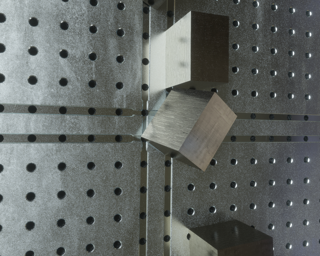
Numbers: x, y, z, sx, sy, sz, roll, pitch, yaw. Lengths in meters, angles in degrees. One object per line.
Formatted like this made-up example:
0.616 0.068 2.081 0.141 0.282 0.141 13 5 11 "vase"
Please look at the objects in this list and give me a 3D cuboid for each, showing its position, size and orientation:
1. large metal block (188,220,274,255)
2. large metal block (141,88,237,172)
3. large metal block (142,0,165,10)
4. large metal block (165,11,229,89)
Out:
0.093 0.166 0.418 0.081 0.080 0.050 -4 92 -20 "large metal block"
0.035 -0.002 0.390 0.050 0.080 0.080 40 77 -34 "large metal block"
0.005 -0.208 0.385 0.050 0.080 0.080 29 81 -18 "large metal block"
0.045 -0.094 0.400 0.050 0.080 0.080 0 90 -20 "large metal block"
